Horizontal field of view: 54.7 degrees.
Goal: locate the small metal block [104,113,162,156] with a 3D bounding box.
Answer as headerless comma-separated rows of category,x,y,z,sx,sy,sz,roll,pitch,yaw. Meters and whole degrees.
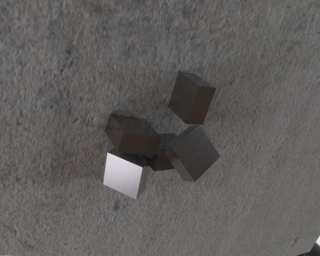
small metal block,-0.034,0.008,0.378,0.050,0.050,0.025,9,114,-33

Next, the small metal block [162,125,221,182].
small metal block,0.040,0.032,0.387,0.050,0.025,0.050,-40,102,-26

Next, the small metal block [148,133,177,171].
small metal block,0.006,0.031,0.415,0.050,0.050,0.025,-2,120,-28

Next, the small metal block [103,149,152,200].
small metal block,-0.043,0.057,0.401,0.025,0.050,0.050,-39,146,-58

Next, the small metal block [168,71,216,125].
small metal block,0.039,-0.038,0.390,0.025,0.050,0.050,3,117,-30
